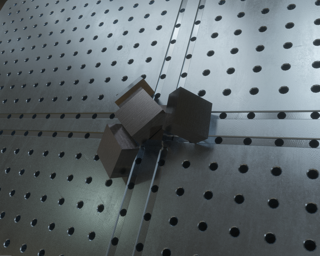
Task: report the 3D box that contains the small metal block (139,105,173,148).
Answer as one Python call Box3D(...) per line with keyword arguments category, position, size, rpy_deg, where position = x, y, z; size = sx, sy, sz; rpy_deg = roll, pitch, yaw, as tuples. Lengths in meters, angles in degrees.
Box3D(category="small metal block", position=(-0.009, -0.003, 0.416), size=(0.050, 0.025, 0.050), rpy_deg=(2, 65, 29))

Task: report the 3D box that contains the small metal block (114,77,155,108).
Box3D(category="small metal block", position=(-0.038, -0.047, 0.442), size=(0.050, 0.025, 0.050), rpy_deg=(-40, 15, 1))

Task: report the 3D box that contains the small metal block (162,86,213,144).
Box3D(category="small metal block", position=(0.034, -0.015, 0.381), size=(0.025, 0.050, 0.050), rpy_deg=(-29, 43, 53))

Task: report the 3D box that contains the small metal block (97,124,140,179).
Box3D(category="small metal block", position=(-0.056, 0.029, 0.404), size=(0.050, 0.025, 0.050), rpy_deg=(53, 130, 39))

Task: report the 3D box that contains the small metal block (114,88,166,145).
Box3D(category="small metal block", position=(-0.023, -0.015, 0.398), size=(0.050, 0.025, 0.050), rpy_deg=(-41, 51, -1))
